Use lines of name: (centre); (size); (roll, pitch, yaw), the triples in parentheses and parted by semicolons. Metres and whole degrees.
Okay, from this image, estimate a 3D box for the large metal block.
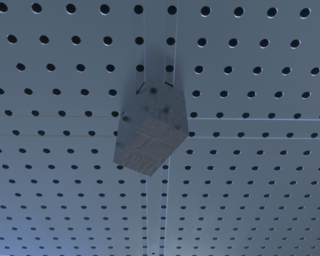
large metal block: (-0.012, -0.002, 0.373); (0.050, 0.080, 0.080); (25, 126, -20)
